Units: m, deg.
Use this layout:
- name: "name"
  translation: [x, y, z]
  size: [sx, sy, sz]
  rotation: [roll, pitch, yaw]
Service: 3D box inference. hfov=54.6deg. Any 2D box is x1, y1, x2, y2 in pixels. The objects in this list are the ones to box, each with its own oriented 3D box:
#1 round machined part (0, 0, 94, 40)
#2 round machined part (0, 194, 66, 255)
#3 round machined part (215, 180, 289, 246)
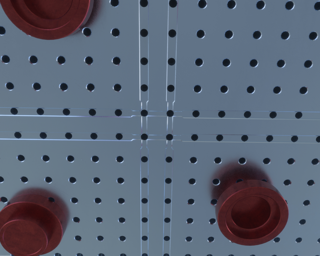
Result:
- name: "round machined part"
  translation: [-0.123, -0.151, 0.348]
  size: [0.099, 0.042, 0.097]
  rotation: [0, 110, 0]
- name: "round machined part"
  translation: [-0.194, 0.151, 0.459]
  size: [0.099, 0.042, 0.097]
  rotation: [0, 110, 0]
- name: "round machined part"
  translation: [0.129, 0.117, 0.448]
  size: [0.099, 0.042, 0.097]
  rotation: [0, 110, 0]
